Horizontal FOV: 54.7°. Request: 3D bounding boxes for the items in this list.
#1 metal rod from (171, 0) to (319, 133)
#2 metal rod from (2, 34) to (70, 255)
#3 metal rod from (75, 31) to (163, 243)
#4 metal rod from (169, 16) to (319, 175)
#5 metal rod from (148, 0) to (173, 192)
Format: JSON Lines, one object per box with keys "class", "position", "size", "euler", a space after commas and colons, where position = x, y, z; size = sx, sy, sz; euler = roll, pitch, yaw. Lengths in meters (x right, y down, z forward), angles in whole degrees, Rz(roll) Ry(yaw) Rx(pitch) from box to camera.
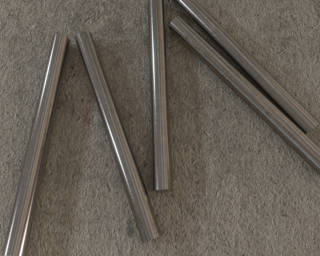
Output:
{"class": "metal rod", "position": [0.109, -0.110, 0.448], "size": [0.025, 0.025, 0.300], "euler": [-36, 74, -12]}
{"class": "metal rod", "position": [-0.155, 0.010, 0.403], "size": [0.025, 0.025, 0.299], "euler": [4, 70, 1]}
{"class": "metal rod", "position": [-0.060, -0.002, 0.408], "size": [0.025, 0.025, 0.299], "euler": [-19, 71, -7]}
{"class": "metal rod", "position": [0.120, -0.050, 0.427], "size": [0.025, 0.025, 0.300], "euler": [-39, 75, -13]}
{"class": "metal rod", "position": [-0.001, -0.063, 0.430], "size": [0.025, 0.025, 0.299], "euler": [-2, 70, -1]}
